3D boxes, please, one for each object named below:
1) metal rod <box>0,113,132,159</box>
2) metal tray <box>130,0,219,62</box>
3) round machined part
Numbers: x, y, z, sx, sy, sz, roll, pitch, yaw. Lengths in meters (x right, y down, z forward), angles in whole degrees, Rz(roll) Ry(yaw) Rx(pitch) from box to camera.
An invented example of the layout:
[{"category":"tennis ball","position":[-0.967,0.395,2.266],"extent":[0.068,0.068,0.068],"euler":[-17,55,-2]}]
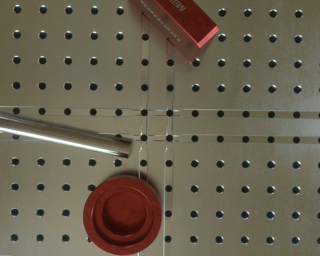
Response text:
[{"category":"metal rod","position":[-0.187,-0.003,0.411],"extent":[0.302,0.025,0.025],"euler":[12,90,0]},{"category":"metal tray","position":[0.009,-0.145,0.380],"extent":[0.030,0.090,0.130],"euler":[-44,90,0]},{"category":"round machined part","position":[-0.046,0.110,0.404],"extent":[0.099,0.042,0.097],"euler":[0,90,0]}]
